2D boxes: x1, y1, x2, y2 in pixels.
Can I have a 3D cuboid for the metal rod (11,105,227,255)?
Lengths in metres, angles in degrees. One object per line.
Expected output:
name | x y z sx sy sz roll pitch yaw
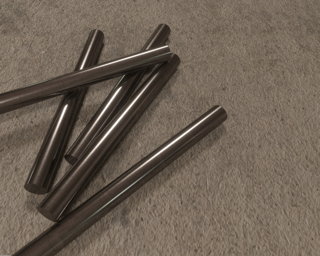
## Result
metal rod | -0.029 0.057 0.354 0.302 0.025 0.025 -35 59 -26

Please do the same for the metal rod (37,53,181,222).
metal rod | -0.046 -0.011 0.402 0.025 0.025 0.301 21 50 16

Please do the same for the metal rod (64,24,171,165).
metal rod | -0.048 -0.067 0.458 0.025 0.025 0.301 17 52 13

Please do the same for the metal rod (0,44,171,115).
metal rod | -0.123 -0.061 0.418 0.302 0.025 0.025 -21 54 -17

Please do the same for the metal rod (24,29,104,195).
metal rod | -0.123 -0.046 0.440 0.025 0.025 0.300 5 50 3
